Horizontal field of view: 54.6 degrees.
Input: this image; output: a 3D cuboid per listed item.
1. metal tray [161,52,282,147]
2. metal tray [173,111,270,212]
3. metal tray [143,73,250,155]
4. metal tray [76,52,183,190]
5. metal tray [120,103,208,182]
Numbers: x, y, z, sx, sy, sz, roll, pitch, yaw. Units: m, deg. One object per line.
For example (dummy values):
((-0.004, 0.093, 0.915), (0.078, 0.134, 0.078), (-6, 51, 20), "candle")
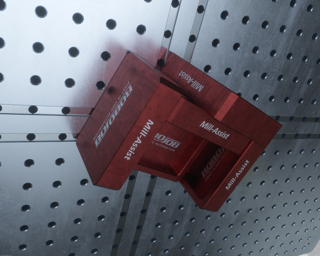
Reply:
((0.065, -0.035, 0.355), (0.090, 0.130, 0.030), (24, 105, -37), "metal tray")
((0.081, 0.040, 0.436), (0.030, 0.090, 0.129), (24, 105, -37), "metal tray")
((0.043, -0.019, 0.379), (0.131, 0.090, 0.030), (23, 106, -37), "metal tray")
((-0.040, -0.009, 0.340), (0.030, 0.090, 0.129), (24, 105, -37), "metal tray")
((-0.002, 0.017, 0.416), (0.131, 0.030, 0.090), (24, 106, -37), "metal tray")
